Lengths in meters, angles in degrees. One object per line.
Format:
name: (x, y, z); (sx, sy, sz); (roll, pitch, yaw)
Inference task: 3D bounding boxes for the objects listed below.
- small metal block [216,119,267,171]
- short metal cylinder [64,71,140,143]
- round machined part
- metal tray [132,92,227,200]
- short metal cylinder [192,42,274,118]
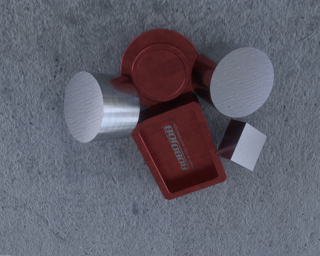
small metal block: (0.106, 0.022, 0.401); (0.050, 0.025, 0.050); (27, 85, -37)
short metal cylinder: (-0.070, -0.024, 0.365); (0.050, 0.080, 0.079); (-4, 118, -46)
round machined part: (0.001, -0.069, 0.377); (0.099, 0.042, 0.097); (0, 110, 0)
metal tray: (0.026, 0.028, 0.407); (0.090, 0.030, 0.129); (-21, 119, 7)
short metal cylinder: (0.085, -0.058, 0.366); (0.081, 0.050, 0.079); (-7, 113, -17)
